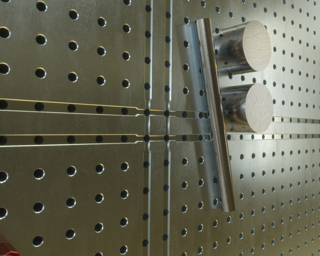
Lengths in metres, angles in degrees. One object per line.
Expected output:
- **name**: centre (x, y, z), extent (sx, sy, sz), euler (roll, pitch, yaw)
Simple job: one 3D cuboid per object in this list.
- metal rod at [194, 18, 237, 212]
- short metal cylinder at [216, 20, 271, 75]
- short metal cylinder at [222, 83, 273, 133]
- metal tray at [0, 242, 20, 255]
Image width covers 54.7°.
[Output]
- **metal rod**: centre (0.087, -0.015, 0.481), extent (0.025, 0.025, 0.298), euler (-16, 100, -39)
- **short metal cylinder**: centre (0.139, -0.130, 0.508), extent (0.081, 0.050, 0.080), euler (0, 90, -40)
- **short metal cylinder**: centre (0.143, -0.032, 0.513), extent (0.081, 0.050, 0.080), euler (0, 90, -40)
- **metal tray**: centre (-0.152, 0.184, 0.278), extent (0.091, 0.030, 0.129), euler (-27, 107, -37)
